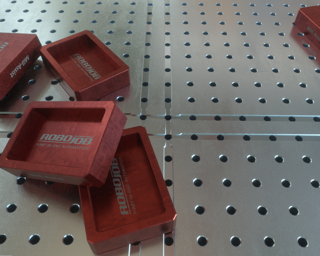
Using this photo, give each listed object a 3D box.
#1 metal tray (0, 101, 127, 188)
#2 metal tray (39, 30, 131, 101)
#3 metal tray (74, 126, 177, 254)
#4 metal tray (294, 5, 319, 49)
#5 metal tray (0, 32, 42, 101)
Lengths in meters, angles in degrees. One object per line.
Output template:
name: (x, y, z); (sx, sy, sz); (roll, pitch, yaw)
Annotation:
metal tray: (-0.111, 0.014, 0.353); (0.130, 0.030, 0.090); (2, 60, 25)
metal tray: (-0.118, -0.098, 0.485); (0.091, 0.030, 0.130); (-30, 57, -23)
metal tray: (-0.044, 0.062, 0.351); (0.091, 0.030, 0.130); (-13, 51, -11)
metal tray: (0.318, -0.175, 0.556); (0.091, 0.030, 0.130); (-12, 51, -11)
metal tray: (-0.252, -0.098, 0.475); (0.090, 0.030, 0.130); (7, 50, 16)
